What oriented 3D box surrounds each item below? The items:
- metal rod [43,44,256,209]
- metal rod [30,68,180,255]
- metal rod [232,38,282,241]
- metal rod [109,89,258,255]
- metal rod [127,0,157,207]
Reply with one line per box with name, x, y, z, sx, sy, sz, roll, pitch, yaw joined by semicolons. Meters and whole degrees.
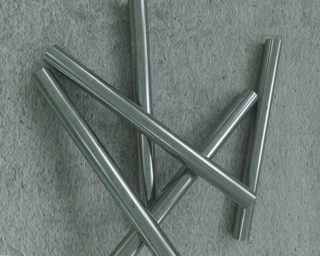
metal rod;-0.008;0.002;0.376;0.301;0.025;0.025;37;78;-5
metal rod;-0.052;0.059;0.351;0.025;0.025;0.299;-35;87;-17
metal rod;0.145;0.015;0.462;0.025;0.025;0.298;12;86;-20
metal rod;0.040;0.056;0.404;0.025;0.025;0.301;48;68;-14
metal rod;-0.021;-0.016;0.400;0.025;0.025;0.298;-4;91;-20
